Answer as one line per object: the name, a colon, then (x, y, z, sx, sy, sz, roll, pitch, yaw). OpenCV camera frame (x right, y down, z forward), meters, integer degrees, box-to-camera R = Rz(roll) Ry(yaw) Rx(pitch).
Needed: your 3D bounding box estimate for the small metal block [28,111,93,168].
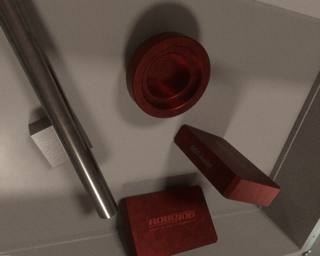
small metal block: (-0.113, 0.010, 0.354, 0.050, 0.025, 0.050, -28, 128, -11)

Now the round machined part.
round machined part: (0.006, -0.064, 0.363, 0.099, 0.042, 0.097, -14, 125, -21)

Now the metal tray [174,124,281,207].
metal tray: (0.087, 0.048, 0.420, 0.091, 0.130, 0.030, 19, 108, -36)

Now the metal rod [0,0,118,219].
metal rod: (-0.104, -0.023, 0.310, 0.025, 0.025, 0.298, -25, 119, -13)

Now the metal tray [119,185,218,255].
metal tray: (0.013, 0.141, 0.462, 0.131, 0.090, 0.030, -4, 155, -27)
